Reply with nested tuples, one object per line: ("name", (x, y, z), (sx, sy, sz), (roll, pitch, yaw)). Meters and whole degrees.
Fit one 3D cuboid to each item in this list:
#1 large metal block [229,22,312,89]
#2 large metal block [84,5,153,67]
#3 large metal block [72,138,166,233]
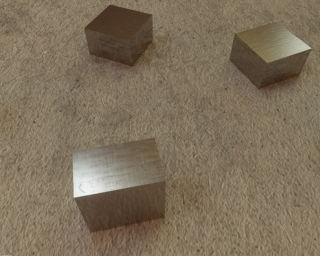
("large metal block", (0.169, -0.115, 0.485), (0.081, 0.050, 0.080), (-20, 53, -16))
("large metal block", (-0.066, -0.156, 0.518), (0.080, 0.050, 0.080), (19, 53, 15))
("large metal block", (-0.039, 0.060, 0.317), (0.081, 0.080, 0.050), (-9, 51, -8))
